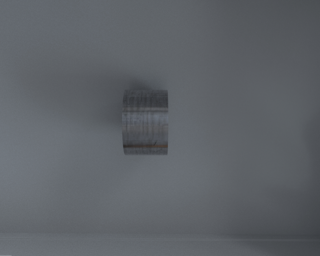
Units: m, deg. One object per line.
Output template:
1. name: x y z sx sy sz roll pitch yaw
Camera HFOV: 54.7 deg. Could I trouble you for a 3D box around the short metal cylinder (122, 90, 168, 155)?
1. short metal cylinder: -0.016 -0.007 0.377 0.050 0.080 0.079 0 110 -1
